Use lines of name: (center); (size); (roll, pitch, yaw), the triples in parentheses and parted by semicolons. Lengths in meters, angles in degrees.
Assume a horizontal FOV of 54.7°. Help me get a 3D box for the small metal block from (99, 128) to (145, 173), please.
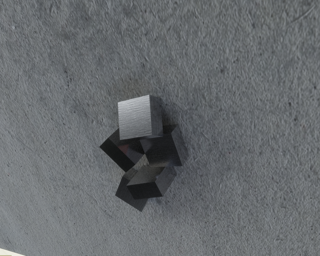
small metal block: (-0.046, 0.025, 0.431); (0.050, 0.050, 0.025); (45, 129, -3)

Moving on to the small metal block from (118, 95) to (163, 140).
small metal block: (-0.025, -0.011, 0.398); (0.050, 0.025, 0.050); (-10, 80, 32)

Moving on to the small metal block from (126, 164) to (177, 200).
small metal block: (-0.011, 0.074, 0.443); (0.050, 0.050, 0.025); (-15, 111, 34)

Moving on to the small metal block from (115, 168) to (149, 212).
small metal block: (-0.037, 0.097, 0.486); (0.050, 0.025, 0.050); (30, 129, 8)

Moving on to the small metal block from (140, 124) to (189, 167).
small metal block: (0.005, 0.025, 0.419); (0.050, 0.025, 0.050); (-6, 116, 31)
